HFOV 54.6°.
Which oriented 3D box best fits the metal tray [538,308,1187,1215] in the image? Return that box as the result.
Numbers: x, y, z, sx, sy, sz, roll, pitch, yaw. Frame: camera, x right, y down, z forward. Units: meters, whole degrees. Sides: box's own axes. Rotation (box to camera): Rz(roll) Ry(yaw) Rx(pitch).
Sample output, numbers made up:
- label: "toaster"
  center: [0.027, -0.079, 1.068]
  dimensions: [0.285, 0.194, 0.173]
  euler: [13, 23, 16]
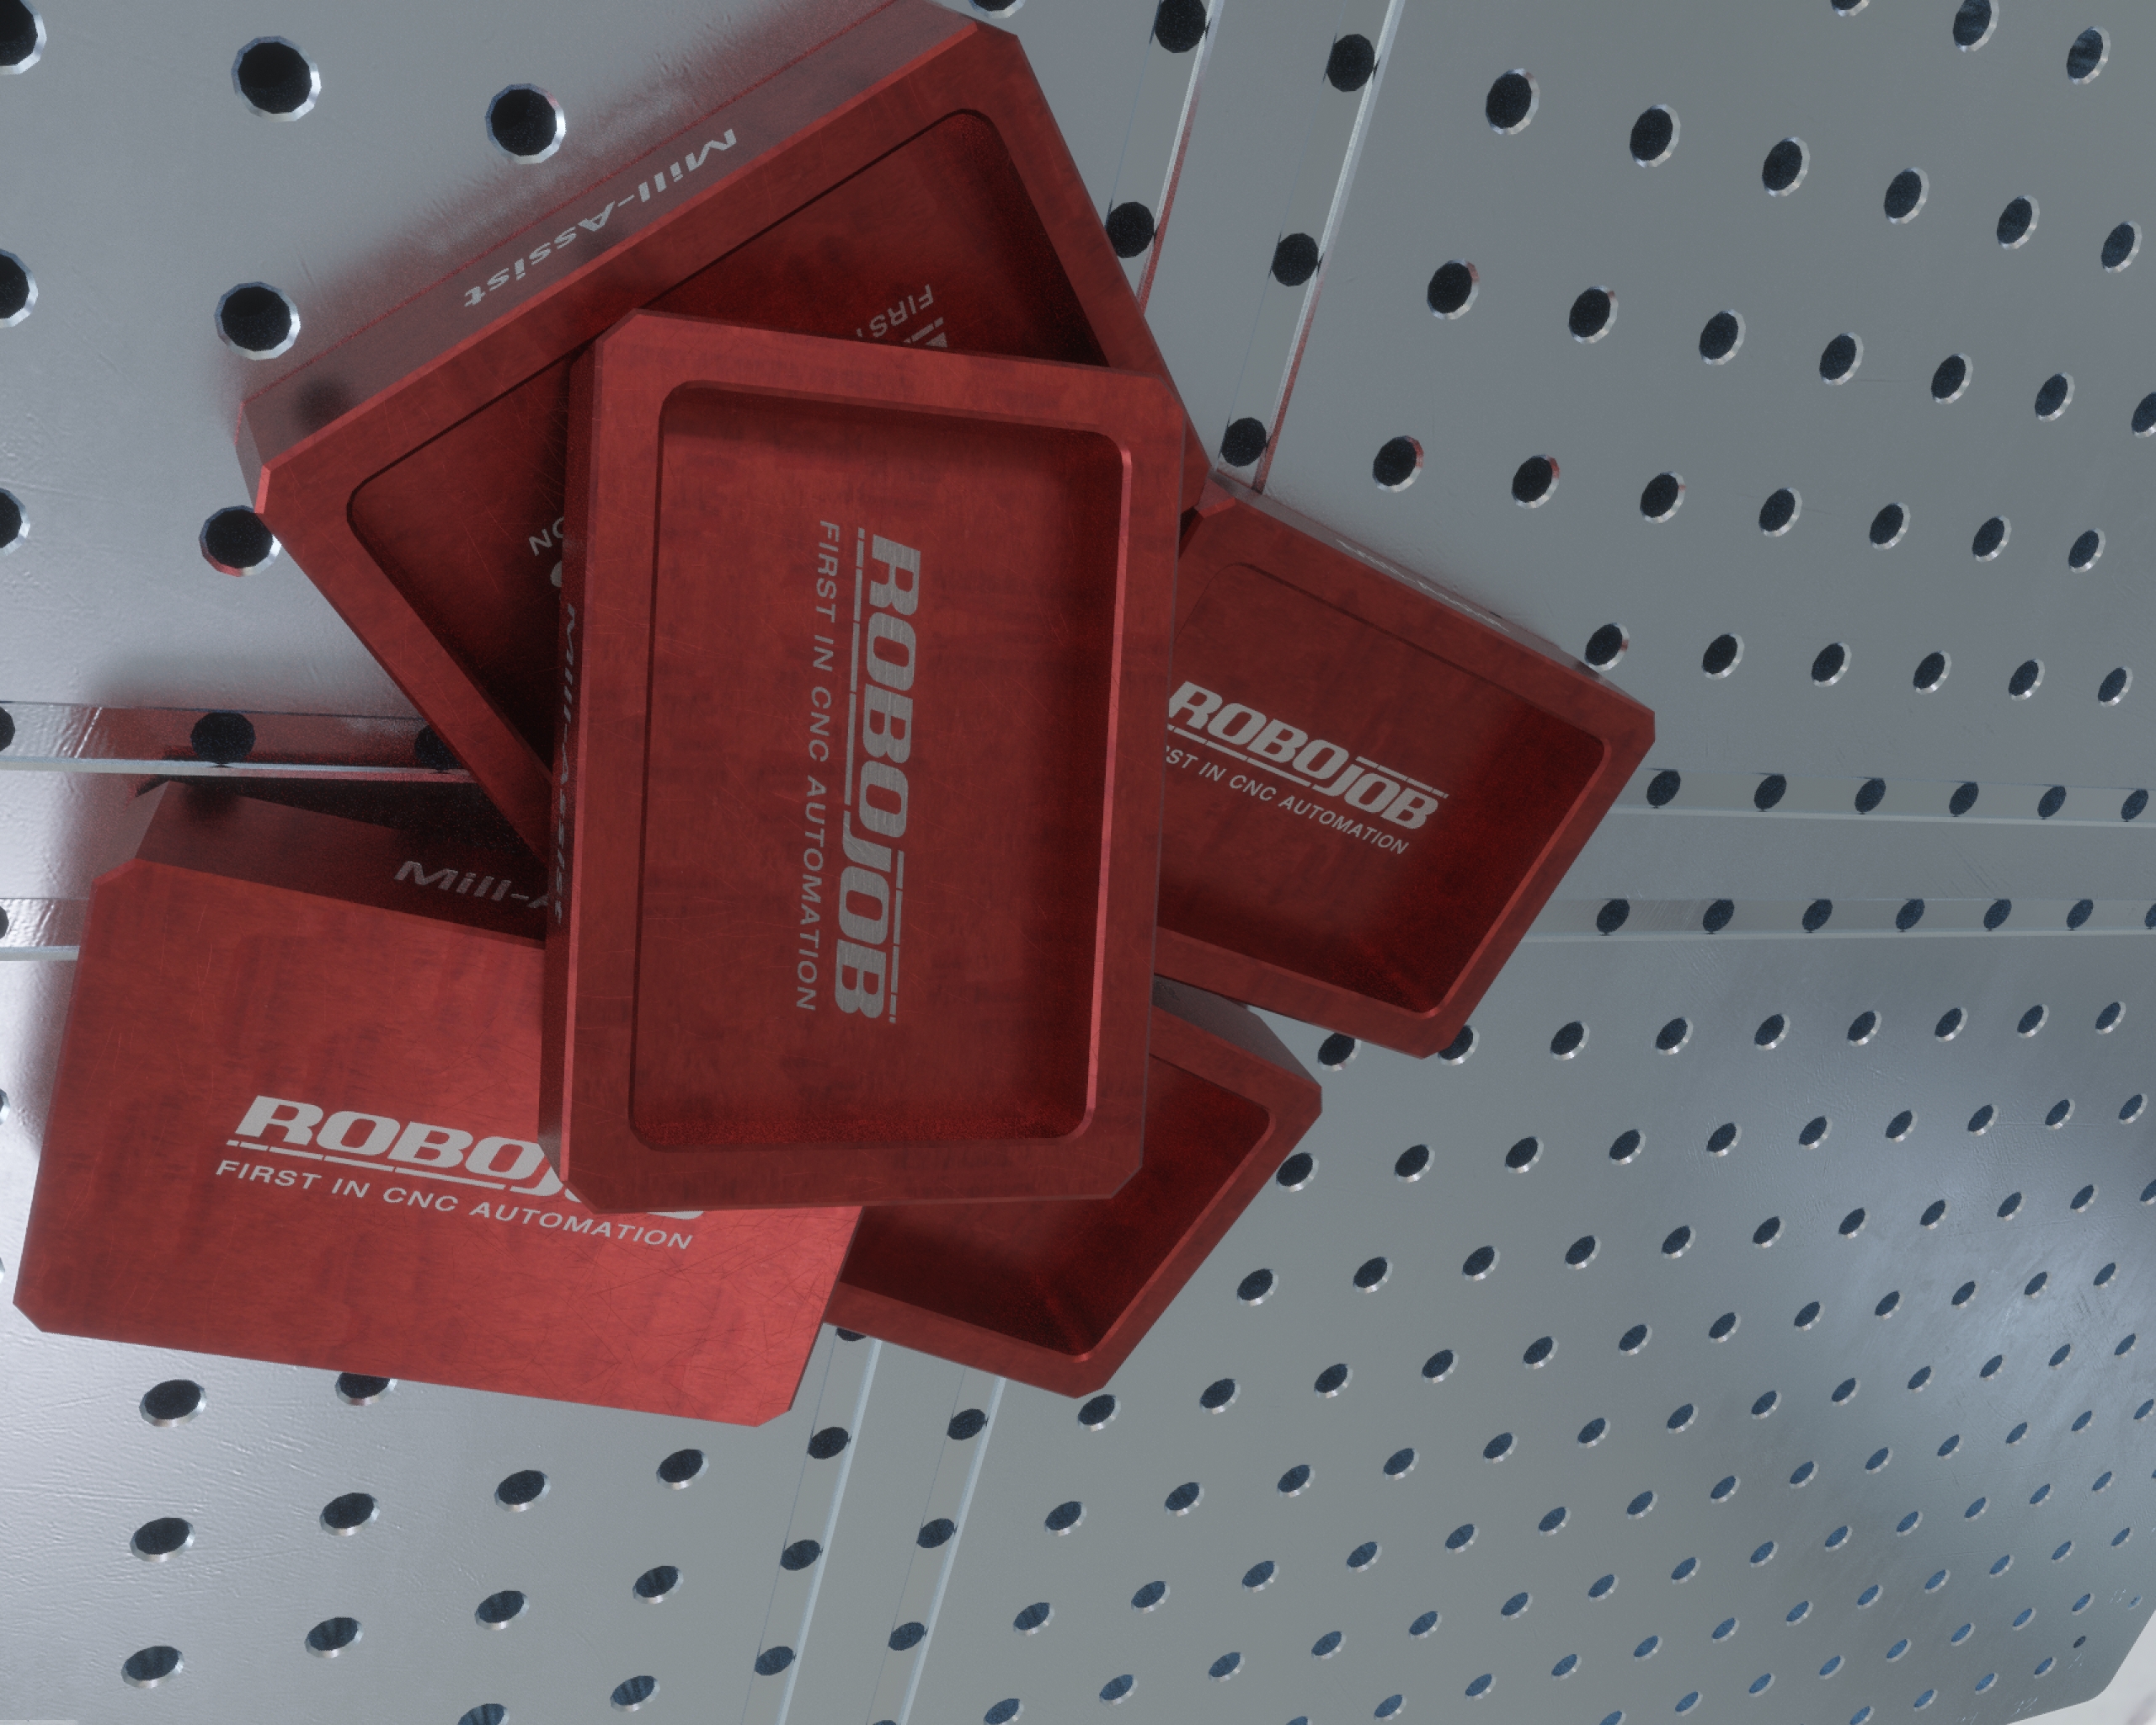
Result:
- label: "metal tray"
  center: [-0.034, -0.014, 0.325]
  dimensions: [0.091, 0.030, 0.129]
  euler: [2, 93, -21]

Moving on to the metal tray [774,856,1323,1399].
- label: "metal tray"
  center: [-0.022, 0.054, 0.427]
  dimensions: [0.131, 0.030, 0.090]
  euler: [28, 103, -38]

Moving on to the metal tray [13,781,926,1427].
- label: "metal tray"
  center: [-0.102, 0.045, 0.358]
  dimensions: [0.131, 0.030, 0.089]
  euler: [13, 113, -19]

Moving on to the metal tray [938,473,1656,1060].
- label: "metal tray"
  center: [0.045, -0.017, 0.420]
  dimensions: [0.131, 0.030, 0.090]
  euler: [19, 109, -36]

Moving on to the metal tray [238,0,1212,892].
- label: "metal tray"
  center: [-0.052, -0.065, 0.337]
  dimensions: [0.130, 0.030, 0.090]
  euler: [-34, 128, -6]
